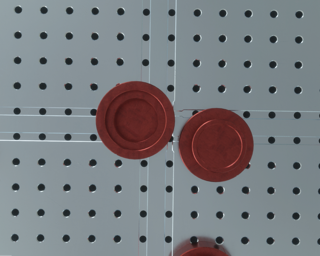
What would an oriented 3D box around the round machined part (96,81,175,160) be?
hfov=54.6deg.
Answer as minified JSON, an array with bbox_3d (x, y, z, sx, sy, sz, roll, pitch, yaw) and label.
[{"bbox_3d":[-0.031,-0.010,0.405,0.099,0.042,0.097,0,90,0],"label":"round machined part"}]

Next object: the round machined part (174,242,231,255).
[{"bbox_3d":[0.058,0.205,0.405,0.099,0.042,0.097,0,90,0],"label":"round machined part"}]

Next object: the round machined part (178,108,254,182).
[{"bbox_3d":[0.074,0.022,0.405,0.099,0.042,0.097,0,90,0],"label":"round machined part"}]
